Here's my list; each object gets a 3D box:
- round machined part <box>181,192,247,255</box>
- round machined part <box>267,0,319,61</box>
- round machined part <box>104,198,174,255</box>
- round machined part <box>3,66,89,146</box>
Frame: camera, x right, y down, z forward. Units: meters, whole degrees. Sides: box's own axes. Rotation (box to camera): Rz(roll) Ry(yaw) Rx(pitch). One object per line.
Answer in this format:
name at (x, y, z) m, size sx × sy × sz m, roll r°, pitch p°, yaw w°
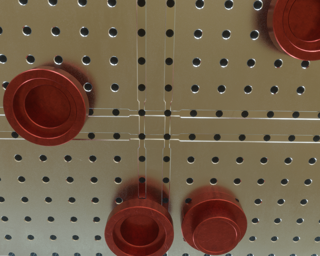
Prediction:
round machined part at (0.081, 0.148, 0.460) m, size 0.099 × 0.042 × 0.097 m, roll 0°, pitch 110°, yaw -1°
round machined part at (0.173, -0.130, 0.359) m, size 0.099 × 0.042 × 0.097 m, roll 0°, pitch 110°, yaw -1°
round machined part at (-0.030, 0.145, 0.458) m, size 0.099 × 0.042 × 0.097 m, roll 0°, pitch 110°, yaw -1°
round machined part at (-0.139, -0.029, 0.392) m, size 0.099 × 0.042 × 0.097 m, roll 0°, pitch 110°, yaw -1°
